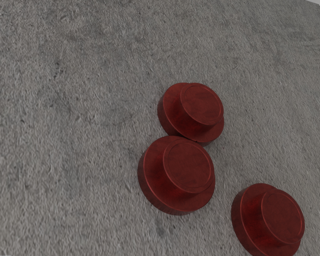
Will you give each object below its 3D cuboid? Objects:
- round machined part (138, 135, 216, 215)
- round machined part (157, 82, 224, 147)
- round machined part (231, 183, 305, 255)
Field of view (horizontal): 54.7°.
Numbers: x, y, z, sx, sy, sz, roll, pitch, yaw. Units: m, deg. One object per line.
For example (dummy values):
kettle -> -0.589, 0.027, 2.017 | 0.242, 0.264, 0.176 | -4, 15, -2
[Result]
round machined part -> 0.026, 0.052, 0.375 | 0.099, 0.042, 0.098 | 14, 56, -21
round machined part -> 0.049, -0.024, 0.434 | 0.099, 0.042, 0.098 | 14, 56, -21
round machined part -> 0.145, 0.117, 0.399 | 0.099, 0.042, 0.098 | 14, 56, -21
